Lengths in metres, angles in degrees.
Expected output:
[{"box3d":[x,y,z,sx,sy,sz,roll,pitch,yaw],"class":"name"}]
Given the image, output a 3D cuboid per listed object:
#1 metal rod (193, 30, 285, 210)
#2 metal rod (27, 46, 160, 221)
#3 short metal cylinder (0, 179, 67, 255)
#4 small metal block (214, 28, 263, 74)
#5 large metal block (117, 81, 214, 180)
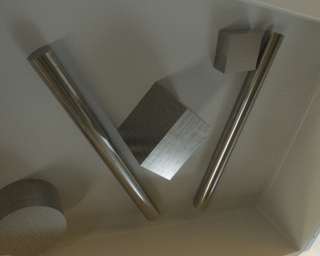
[{"box3d":[0.112,0.002,0.473,0.025,0.025,0.298,4,116,-31],"class":"metal rod"},{"box3d":[-0.065,0.031,0.393,0.025,0.025,0.299,-33,129,-7],"class":"metal rod"},{"box3d":[-0.159,0.109,0.374,0.081,0.050,0.079,-14,125,-21],"class":"short metal cylinder"},{"box3d":[0.101,-0.101,0.404,0.050,0.025,0.050,-11,123,-23],"class":"small metal block"},{"box3d":[0.003,0.002,0.377,0.050,0.080,0.080,33,100,-39],"class":"large metal block"}]
